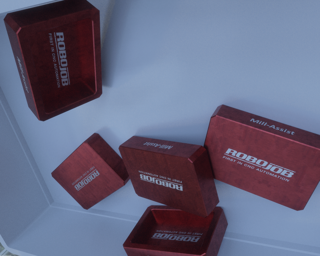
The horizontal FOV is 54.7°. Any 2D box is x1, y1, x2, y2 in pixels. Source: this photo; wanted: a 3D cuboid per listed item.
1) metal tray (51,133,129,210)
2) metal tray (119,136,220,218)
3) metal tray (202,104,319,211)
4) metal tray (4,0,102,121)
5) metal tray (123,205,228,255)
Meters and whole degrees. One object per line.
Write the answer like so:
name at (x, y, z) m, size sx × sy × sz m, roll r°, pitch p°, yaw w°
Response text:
metal tray at (-0.115, 0.076, 0.513) m, size 0.090 × 0.030 × 0.129 m, roll 48°, pitch 129°, yaw -6°
metal tray at (0.009, 0.062, 0.418) m, size 0.130 × 0.030 × 0.090 m, roll 6°, pitch 123°, yaw 42°
metal tray at (0.118, 0.035, 0.365) m, size 0.130 × 0.030 × 0.089 m, roll 20°, pitch 126°, yaw 16°
metal tray at (-0.115, -0.076, 0.360) m, size 0.030 × 0.091 × 0.129 m, roll 44°, pitch 146°, yaw 27°
metal tray at (0.023, 0.155, 0.450) m, size 0.130 × 0.090 × 0.030 m, roll -7°, pitch 115°, yaw 31°
